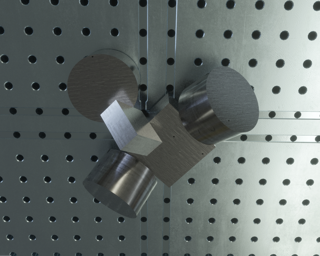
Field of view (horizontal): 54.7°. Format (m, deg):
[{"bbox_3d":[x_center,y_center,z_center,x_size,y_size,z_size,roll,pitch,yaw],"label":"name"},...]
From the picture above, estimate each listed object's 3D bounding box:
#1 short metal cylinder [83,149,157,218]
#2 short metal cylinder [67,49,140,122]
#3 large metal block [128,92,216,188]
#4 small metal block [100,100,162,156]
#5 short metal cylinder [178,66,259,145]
[{"bbox_3d":[-0.051,0.072,0.400,0.080,0.050,0.080,25,150,16],"label":"short metal cylinder"},{"bbox_3d":[-0.065,-0.052,0.377,0.081,0.050,0.079,0,110,0],"label":"short metal cylinder"},{"bbox_3d":[0.011,0.015,0.399,0.080,0.050,0.080,43,104,-14],"label":"large metal block"},{"bbox_3d":[-0.031,0.001,0.343,0.025,0.050,0.050,-42,61,16],"label":"small metal block"},{"bbox_3d":[0.069,-0.025,0.364,0.080,0.080,0.050,41,143,-14],"label":"short metal cylinder"}]
